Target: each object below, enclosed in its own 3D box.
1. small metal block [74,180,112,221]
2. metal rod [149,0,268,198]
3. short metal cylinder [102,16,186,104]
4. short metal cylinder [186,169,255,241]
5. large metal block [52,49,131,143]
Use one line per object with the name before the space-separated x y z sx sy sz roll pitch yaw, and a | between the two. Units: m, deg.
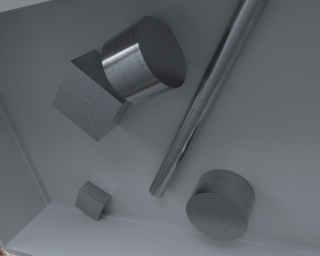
small metal block | -0.119 0.129 0.549 0.050 0.025 0.050 31 128 8
metal rod | 0.042 -0.014 0.376 0.025 0.025 0.298 30 128 9
short metal cylinder | -0.015 -0.072 0.335 0.050 0.080 0.080 -20 108 35
short metal cylinder | 0.081 0.102 0.412 0.080 0.050 0.079 13 124 20
large metal block | -0.085 -0.042 0.410 0.080 0.050 0.080 39 129 1
